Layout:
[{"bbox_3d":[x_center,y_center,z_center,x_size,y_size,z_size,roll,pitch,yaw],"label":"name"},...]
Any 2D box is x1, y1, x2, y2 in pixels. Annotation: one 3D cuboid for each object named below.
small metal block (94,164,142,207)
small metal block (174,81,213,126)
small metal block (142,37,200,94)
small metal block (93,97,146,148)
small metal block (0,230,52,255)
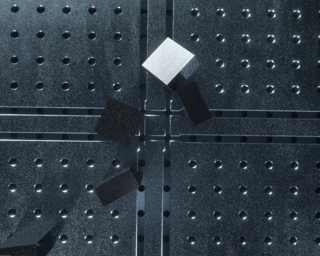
[{"bbox_3d":[-0.052,0.072,0.400,0.050,0.050,0.025,-29,90,0],"label":"small metal block"},{"bbox_3d":[0.042,-0.030,0.401,0.025,0.050,0.050,-27,91,0],"label":"small metal block"},{"bbox_3d":[0.014,-0.082,0.403,0.050,0.025,0.050,-47,61,-1],"label":"small metal block"},{"bbox_3d":[-0.053,-0.007,0.413,0.050,0.025,0.050,25,90,-1],"label":"small metal block"},{"bbox_3d":[-0.174,0.155,0.399,0.050,0.050,0.025,-6,90,0],"label":"small metal block"}]
